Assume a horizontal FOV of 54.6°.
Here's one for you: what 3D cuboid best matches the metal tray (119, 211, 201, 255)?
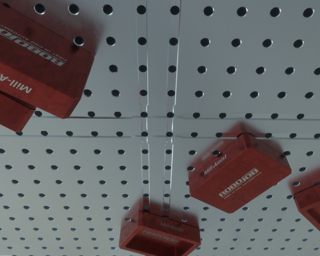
[{"bbox_3d":[0.000,0.209,0.585,0.131,0.030,0.090,23,127,-18],"label":"metal tray"}]

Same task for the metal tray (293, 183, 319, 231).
[{"bbox_3d":[0.301,0.138,0.527,0.090,0.030,0.130,-35,122,26],"label":"metal tray"}]

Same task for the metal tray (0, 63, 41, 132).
[{"bbox_3d":[-0.191,-0.054,0.317,0.130,0.090,0.030,32,102,-25],"label":"metal tray"}]

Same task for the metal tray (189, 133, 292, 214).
[{"bbox_3d":[0.118,0.074,0.472,0.090,0.030,0.129,29,124,-22],"label":"metal tray"}]

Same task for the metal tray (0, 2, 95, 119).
[{"bbox_3d":[-0.136,-0.072,0.306,0.131,0.090,0.030,27,125,-22],"label":"metal tray"}]
